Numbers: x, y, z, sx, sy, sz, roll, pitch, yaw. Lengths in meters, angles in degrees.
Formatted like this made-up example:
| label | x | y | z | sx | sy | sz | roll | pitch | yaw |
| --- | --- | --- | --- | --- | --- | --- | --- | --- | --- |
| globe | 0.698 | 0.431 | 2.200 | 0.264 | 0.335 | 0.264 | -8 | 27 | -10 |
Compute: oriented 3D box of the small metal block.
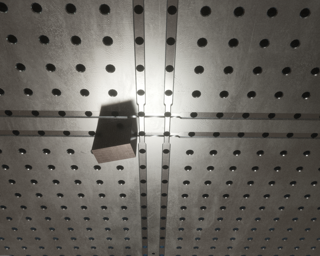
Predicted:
| label | x | y | z | sx | sy | sz | roll | pitch | yaw |
| --- | --- | --- | --- | --- | --- | --- | --- | --- | --- |
| small metal block | -0.058 | 0.016 | 0.409 | 0.050 | 0.050 | 0.025 | -10 | 129 | 8 |
